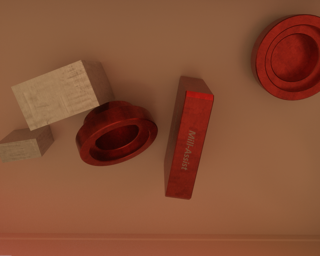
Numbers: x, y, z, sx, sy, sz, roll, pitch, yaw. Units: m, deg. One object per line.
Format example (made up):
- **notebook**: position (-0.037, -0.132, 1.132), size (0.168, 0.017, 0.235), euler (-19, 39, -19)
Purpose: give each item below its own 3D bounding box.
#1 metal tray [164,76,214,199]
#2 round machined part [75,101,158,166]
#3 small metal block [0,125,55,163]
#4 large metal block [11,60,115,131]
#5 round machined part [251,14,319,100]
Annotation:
- **metal tray**: position (0.031, 0.009, 0.380), size (0.030, 0.090, 0.129), euler (9, 110, -4)
- **round machined part**: position (-0.056, 0.003, 0.385), size (0.099, 0.042, 0.098), euler (-20, 151, -12)
- **small metal block**: position (-0.173, 0.019, 0.403), size (0.050, 0.050, 0.025), euler (-9, 110, 3)
- **large metal block**: position (-0.107, -0.040, 0.362), size (0.080, 0.080, 0.050), euler (-19, 99, 6)
- **round machined part**: position (0.158, -0.086, 0.373), size (0.099, 0.042, 0.097), euler (0, 110, -1)
